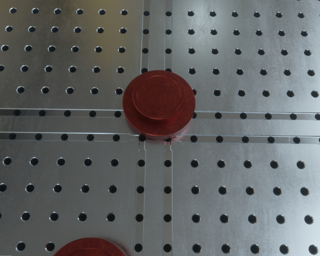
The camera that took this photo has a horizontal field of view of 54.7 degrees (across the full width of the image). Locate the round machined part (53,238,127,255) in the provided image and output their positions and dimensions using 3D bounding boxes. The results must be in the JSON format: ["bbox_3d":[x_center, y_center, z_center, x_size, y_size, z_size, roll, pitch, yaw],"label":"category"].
[{"bbox_3d":[-0.076,0.172,0.339,0.099,0.042,0.098,0,70,-1],"label":"round machined part"}]

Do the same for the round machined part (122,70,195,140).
[{"bbox_3d":[-0.002,-0.036,0.416,0.099,0.042,0.098,0,70,-1],"label":"round machined part"}]
